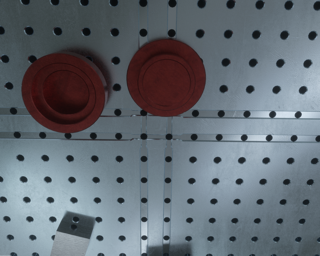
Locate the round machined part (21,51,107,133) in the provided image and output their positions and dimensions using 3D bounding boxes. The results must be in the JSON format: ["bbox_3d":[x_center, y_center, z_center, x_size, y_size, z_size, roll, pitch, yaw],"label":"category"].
[{"bbox_3d":[-0.115,-0.046,0.386,0.099,0.042,0.097,0,110,0],"label":"round machined part"}]

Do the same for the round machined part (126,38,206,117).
[{"bbox_3d":[0.008,-0.059,0.382,0.099,0.042,0.097,0,110,0],"label":"round machined part"}]

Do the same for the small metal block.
[{"bbox_3d":[-0.136,0.176,0.477,0.050,0.025,0.050,16,109,-6],"label":"small metal block"}]
